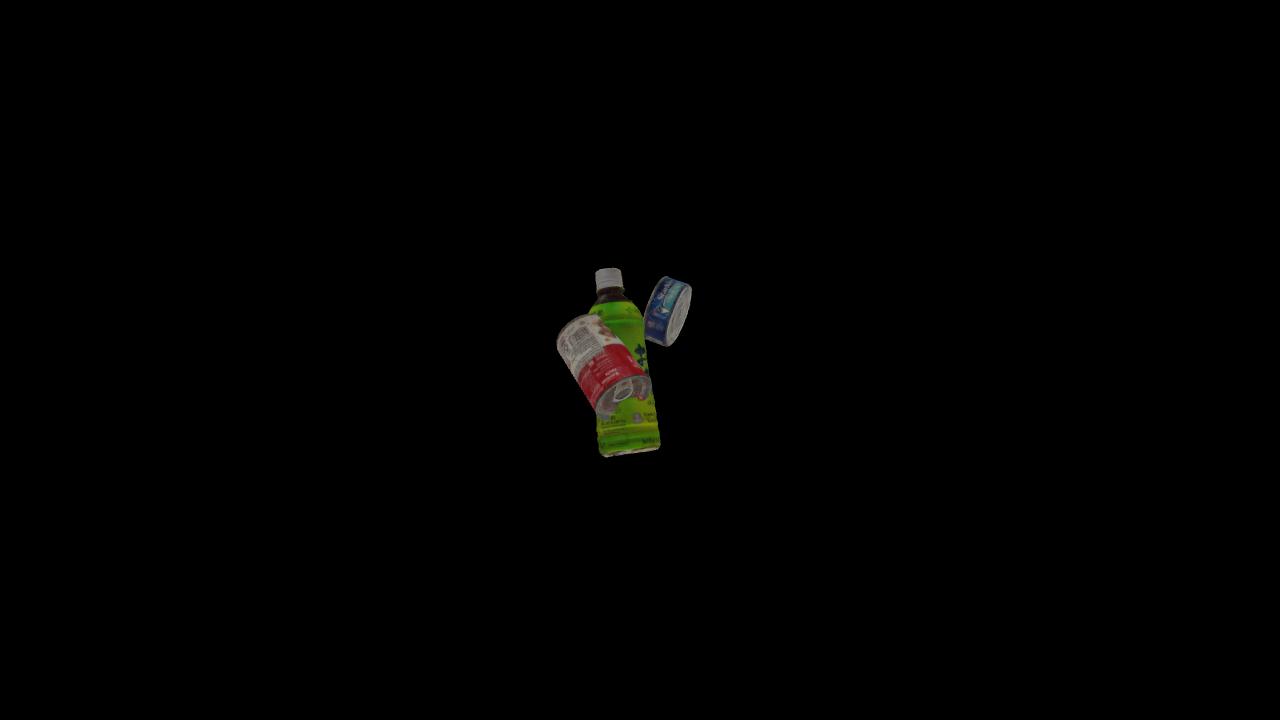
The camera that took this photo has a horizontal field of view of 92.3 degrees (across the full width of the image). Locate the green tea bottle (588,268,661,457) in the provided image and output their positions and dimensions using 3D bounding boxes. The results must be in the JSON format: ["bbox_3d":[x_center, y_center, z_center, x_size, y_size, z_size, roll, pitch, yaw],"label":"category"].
[{"bbox_3d":[-0.024,0.000,0.695,0.073,0.212,0.073,-8,-8,-1],"label":"green tea bottle"}]

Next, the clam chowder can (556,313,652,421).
[{"bbox_3d":[-0.041,0.006,0.668,0.068,0.068,0.102,0,44,-44],"label":"clam chowder can"}]

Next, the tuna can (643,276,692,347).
[{"bbox_3d":[0.034,-0.059,0.765,0.034,0.084,0.084,21,6,15],"label":"tuna can"}]
